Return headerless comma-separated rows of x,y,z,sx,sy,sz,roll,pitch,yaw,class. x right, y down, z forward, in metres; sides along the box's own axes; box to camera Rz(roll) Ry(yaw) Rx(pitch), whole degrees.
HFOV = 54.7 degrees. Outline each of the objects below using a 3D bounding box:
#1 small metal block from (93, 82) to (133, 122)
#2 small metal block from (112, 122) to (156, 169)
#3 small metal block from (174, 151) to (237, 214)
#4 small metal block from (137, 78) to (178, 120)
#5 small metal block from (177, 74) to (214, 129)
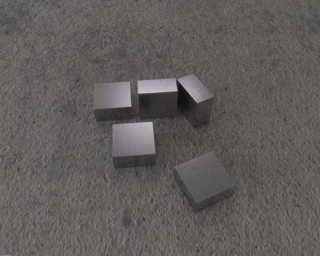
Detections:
-0.065,-0.037,0.434,0.050,0.025,0.050,-5,50,-4,small metal block
-0.032,0.021,0.385,0.050,0.025,0.050,-4,50,-4,small metal block
0.050,0.061,0.352,0.050,0.025,0.050,-20,53,-16,small metal block
-0.004,-0.039,0.419,0.050,0.050,0.025,-4,50,-4,small metal block
0.045,-0.036,0.417,0.025,0.050,0.050,-22,54,-18,small metal block
